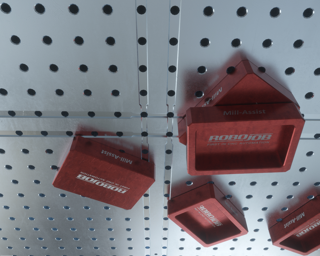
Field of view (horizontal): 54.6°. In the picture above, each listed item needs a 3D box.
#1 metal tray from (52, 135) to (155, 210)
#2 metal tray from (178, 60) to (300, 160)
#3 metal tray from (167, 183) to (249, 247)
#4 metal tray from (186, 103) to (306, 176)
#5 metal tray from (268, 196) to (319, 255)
[{"bbox_3d":[-0.083,0.071,0.468,0.131,0.030,0.090,23,126,-19],"label":"metal tray"},{"bbox_3d":[0.096,-0.012,0.398,0.090,0.030,0.129,29,124,-23],"label":"metal tray"},{"bbox_3d":[0.084,0.156,0.541,0.090,0.030,0.130,-29,125,22],"label":"metal tray"},{"bbox_3d":[0.098,0.016,0.382,0.131,0.030,0.090,-3,130,2],"label":"metal tray"},{"bbox_3d":[0.277,0.181,0.563,0.090,0.030,0.129,24,126,-19],"label":"metal tray"}]
